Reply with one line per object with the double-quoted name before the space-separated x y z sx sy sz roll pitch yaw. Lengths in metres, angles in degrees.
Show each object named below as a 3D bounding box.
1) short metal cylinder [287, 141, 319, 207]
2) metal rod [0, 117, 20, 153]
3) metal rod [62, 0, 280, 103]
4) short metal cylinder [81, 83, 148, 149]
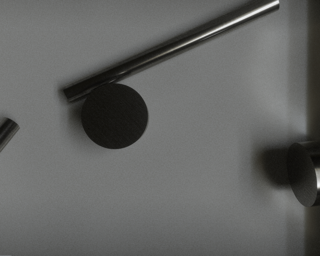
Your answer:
"short metal cylinder" 0.200 0.055 0.387 0.050 0.080 0.079 -7 90 0
"metal rod" -0.255 0.108 0.333 0.025 0.025 0.300 27 58 0
"metal rod" 0.015 -0.106 0.411 0.301 0.025 0.025 -24 90 -1
"short metal cylinder" -0.055 -0.014 0.398 0.081 0.050 0.079 0 90 -1
